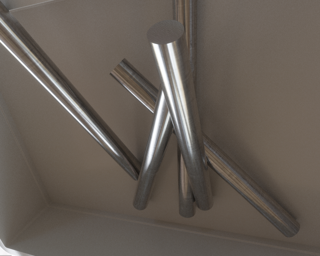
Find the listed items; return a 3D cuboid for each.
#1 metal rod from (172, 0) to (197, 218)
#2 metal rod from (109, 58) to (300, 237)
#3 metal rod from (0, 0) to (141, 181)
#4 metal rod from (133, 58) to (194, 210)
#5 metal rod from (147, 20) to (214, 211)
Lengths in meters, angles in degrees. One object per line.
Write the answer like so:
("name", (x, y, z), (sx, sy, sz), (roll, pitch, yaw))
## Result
("metal rod", (0.033, -0.003, 0.388), (0.025, 0.025, 0.298), (10, 123, 22))
("metal rod", (0.061, 0.031, 0.370), (0.300, 0.025, 0.025), (42, 129, -12))
("metal rod", (-0.091, -0.019, 0.363), (0.025, 0.025, 0.300), (-1, 144, 28))
("metal rod", (-0.007, 0.034, 0.381), (0.025, 0.025, 0.298), (28, 144, 10))
("metal rod", (0.034, 0.021, 0.323), (0.025, 0.025, 0.299), (12, 149, 21))
